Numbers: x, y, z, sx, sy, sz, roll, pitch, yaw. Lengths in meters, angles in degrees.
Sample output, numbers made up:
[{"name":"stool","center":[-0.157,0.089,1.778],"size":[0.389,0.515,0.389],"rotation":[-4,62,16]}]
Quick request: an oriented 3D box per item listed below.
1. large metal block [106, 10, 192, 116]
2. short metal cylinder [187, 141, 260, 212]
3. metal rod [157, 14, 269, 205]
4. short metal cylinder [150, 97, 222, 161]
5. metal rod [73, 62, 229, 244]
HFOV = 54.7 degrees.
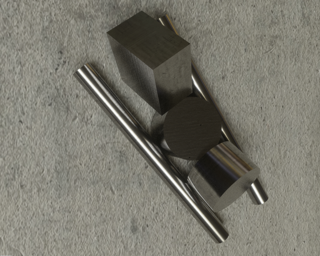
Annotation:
[{"name":"large metal block","center":[-0.009,-0.074,0.361],"size":[0.050,0.080,0.080],"rotation":[-38,61,-16]},{"name":"short metal cylinder","center":[0.083,0.064,0.405],"size":[0.080,0.080,0.050],"rotation":[-33,59,-17]},{"name":"metal rod","center":[0.076,-0.018,0.438],"size":[0.025,0.025,0.299],"rotation":[-34,101,-17]},{"name":"short metal cylinder","center":[0.033,0.001,0.409],"size":[0.081,0.050,0.080],"rotation":[0,90,-20]},{"name":"metal rod","center":[-0.004,0.042,0.408],"size":[0.025,0.025,0.300],"rotation":[-43,104,-15]}]
